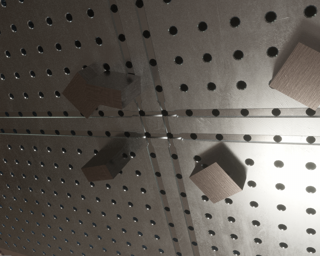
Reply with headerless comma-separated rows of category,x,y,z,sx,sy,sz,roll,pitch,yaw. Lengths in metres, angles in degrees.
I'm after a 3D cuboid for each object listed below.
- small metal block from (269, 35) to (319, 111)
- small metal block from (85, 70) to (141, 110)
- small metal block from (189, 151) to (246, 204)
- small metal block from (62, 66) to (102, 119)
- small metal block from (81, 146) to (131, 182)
small metal block,0.144,-0.053,0.302,0.050,0.025,0.050,31,128,8
small metal block,-0.058,-0.050,0.393,0.050,0.050,0.025,13,124,20
small metal block,0.076,0.067,0.411,0.050,0.025,0.050,47,129,-5
small metal block,-0.101,-0.049,0.432,0.050,0.025,0.050,47,129,-5
small metal block,-0.082,0.055,0.470,0.050,0.050,0.025,-12,112,33
